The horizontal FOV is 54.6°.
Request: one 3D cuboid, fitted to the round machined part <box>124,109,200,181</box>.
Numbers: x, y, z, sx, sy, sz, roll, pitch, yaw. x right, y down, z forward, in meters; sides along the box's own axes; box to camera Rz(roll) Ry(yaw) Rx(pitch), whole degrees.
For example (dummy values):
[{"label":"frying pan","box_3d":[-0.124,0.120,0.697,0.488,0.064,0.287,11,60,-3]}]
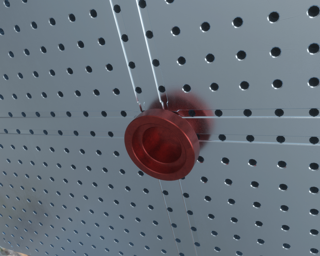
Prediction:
[{"label":"round machined part","box_3d":[0.006,0.018,0.409,0.098,0.042,0.097,13,124,21]}]
